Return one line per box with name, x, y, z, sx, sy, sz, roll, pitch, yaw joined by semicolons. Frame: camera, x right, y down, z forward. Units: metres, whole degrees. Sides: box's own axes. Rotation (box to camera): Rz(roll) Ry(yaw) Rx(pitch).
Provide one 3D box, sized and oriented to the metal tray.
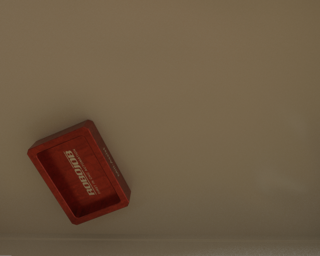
metal tray;-0.108;0.064;0.431;0.090;0.030;0.130;-22;109;8
